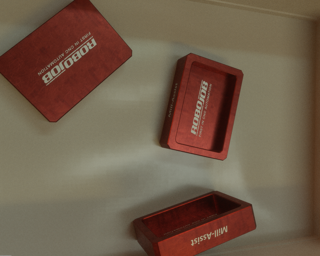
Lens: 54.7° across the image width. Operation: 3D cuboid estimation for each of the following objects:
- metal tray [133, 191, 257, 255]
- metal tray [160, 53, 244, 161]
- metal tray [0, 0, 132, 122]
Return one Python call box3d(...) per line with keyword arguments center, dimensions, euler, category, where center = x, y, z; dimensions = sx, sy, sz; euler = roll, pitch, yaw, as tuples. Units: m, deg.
box3d(center=(0.041, 0.121, 0.391), dimensions=(0.131, 0.090, 0.030), euler=(-15, 95, -20), category="metal tray")
box3d(center=(0.059, -0.027, 0.429), dimensions=(0.091, 0.030, 0.129), euler=(14, 85, -20), category="metal tray")
box3d(center=(-0.110, -0.080, 0.367), dimensions=(0.130, 0.030, 0.090), euler=(-45, 104, -15), category="metal tray")
